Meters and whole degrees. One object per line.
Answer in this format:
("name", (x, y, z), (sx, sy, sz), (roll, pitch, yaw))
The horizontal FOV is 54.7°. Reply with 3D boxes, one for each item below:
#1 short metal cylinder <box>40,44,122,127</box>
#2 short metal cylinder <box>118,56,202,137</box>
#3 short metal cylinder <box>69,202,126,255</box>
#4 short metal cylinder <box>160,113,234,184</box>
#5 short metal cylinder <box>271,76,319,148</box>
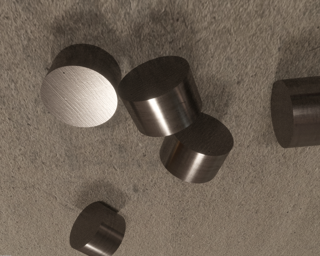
("short metal cylinder", (-0.086, -0.047, 0.349), (0.081, 0.050, 0.079), (0, 130, 0))
("short metal cylinder", (0.001, -0.036, 0.341), (0.080, 0.080, 0.050), (-16, 129, 12))
("short metal cylinder", (-0.104, 0.171, 0.516), (0.080, 0.080, 0.050), (-33, 123, 24))
("short metal cylinder", (0.045, 0.023, 0.391), (0.081, 0.080, 0.050), (12, 129, -10))
("short metal cylinder", (0.166, -0.018, 0.358), (0.050, 0.080, 0.080), (-5, 130, 4))
